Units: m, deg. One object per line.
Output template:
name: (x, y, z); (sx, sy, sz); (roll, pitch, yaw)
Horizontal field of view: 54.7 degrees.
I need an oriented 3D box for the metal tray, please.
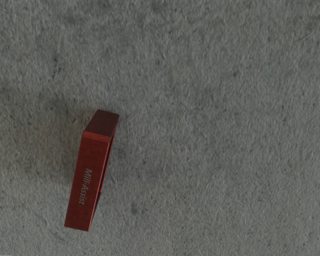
metal tray: (-0.085, 0.051, 0.392); (0.030, 0.090, 0.129); (14, 109, -6)
